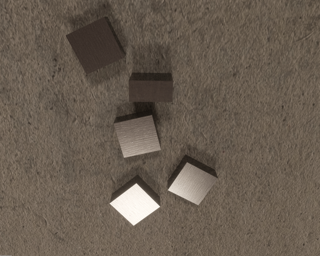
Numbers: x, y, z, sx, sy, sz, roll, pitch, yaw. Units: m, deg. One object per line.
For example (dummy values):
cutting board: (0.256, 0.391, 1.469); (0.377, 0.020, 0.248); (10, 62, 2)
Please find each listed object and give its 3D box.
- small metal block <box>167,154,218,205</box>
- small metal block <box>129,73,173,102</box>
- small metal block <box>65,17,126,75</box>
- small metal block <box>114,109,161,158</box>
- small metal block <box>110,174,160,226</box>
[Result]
small metal block: (0.045, 0.073, 0.438); (0.050, 0.025, 0.050); (29, 107, -11)
small metal block: (-0.011, -0.050, 0.378); (0.050, 0.050, 0.025); (1, 110, -1)
small metal block: (-0.076, -0.099, 0.372); (0.050, 0.025, 0.050); (-23, 109, 8)
small metal block: (-0.029, 0.007, 0.412); (0.050, 0.025, 0.050); (-13, 110, 4)
small metal block: (-0.035, 0.104, 0.448); (0.050, 0.025, 0.050); (-39, 106, 12)
